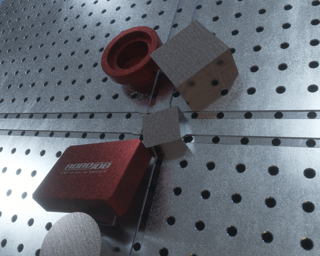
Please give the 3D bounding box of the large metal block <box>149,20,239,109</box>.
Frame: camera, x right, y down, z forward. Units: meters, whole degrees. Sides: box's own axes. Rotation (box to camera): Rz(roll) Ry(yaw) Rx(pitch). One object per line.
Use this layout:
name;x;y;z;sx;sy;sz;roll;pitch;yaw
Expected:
large metal block;0.045;-0.087;0.421;0.080;0.050;0.080;-37;51;3

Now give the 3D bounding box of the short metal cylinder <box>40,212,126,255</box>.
short metal cylinder;-0.086;0.141;0.349;0.080;0.050;0.080;-13;57;21

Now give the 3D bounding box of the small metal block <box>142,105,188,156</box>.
small metal block;0.006;0.004;0.401;0.050;0.025;0.050;-16;55;18

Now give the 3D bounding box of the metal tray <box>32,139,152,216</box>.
metal tray;-0.084;0.059;0.383;0.130;0.030;0.090;-7;39;32

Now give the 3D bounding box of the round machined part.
round machined part;-0.038;-0.107;0.482;0.098;0.042;0.098;-13;56;20
